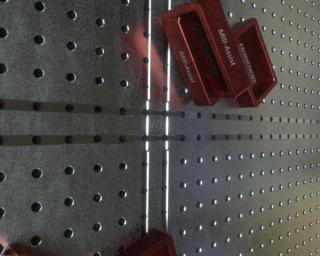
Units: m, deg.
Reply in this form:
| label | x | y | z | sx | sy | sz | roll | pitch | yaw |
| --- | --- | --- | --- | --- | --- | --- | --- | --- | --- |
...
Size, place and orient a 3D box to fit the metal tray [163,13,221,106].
| label | x | y | z | sx | sy | sz | roll | pitch | yaw |
| --- | --- | --- | --- | --- | --- | --- | --- | --- | --- |
| metal tray | 0.066 | -0.107 | 0.444 | 0.090 | 0.030 | 0.129 | -41 | 118 | -33 |

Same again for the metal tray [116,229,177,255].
| label | x | y | z | sx | sy | sz | roll | pitch | yaw |
| --- | --- | --- | --- | --- | --- | --- | --- | --- | --- |
| metal tray | -0.012 | 0.210 | 0.398 | 0.091 | 0.030 | 0.129 | -24 | 106 | -38 |

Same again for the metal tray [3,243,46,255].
| label | x | y | z | sx | sy | sz | roll | pitch | yaw |
| --- | --- | --- | --- | --- | --- | --- | --- | --- | --- |
| metal tray | -0.137 | 0.189 | 0.292 | 0.090 | 0.030 | 0.130 | 43 | 64 | -32 |

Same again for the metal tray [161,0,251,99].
| label | x | y | z | sx | sy | sz | roll | pitch | yaw |
| --- | --- | --- | --- | --- | --- | --- | --- | --- | --- |
| metal tray | 0.060 | -0.104 | 0.415 | 0.030 | 0.090 | 0.130 | -36 | 113 | -20 |

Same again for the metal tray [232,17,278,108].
| label | x | y | z | sx | sy | sz | roll | pitch | yaw |
| --- | --- | --- | --- | --- | --- | --- | --- | --- | --- |
| metal tray | 0.153 | -0.111 | 0.536 | 0.090 | 0.030 | 0.130 | -43 | 116 | -32 |
